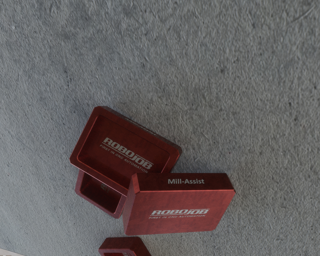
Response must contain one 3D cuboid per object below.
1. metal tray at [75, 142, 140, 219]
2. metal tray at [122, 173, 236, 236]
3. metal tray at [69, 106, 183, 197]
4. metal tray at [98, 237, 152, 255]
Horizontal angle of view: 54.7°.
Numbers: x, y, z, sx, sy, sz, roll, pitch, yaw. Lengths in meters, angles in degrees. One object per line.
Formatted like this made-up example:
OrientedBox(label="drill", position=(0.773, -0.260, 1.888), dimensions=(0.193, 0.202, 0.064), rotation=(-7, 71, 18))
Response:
OrientedBox(label="metal tray", position=(-0.083, 0.079, 0.495), dimensions=(0.090, 0.030, 0.129), rotation=(30, 128, 9))
OrientedBox(label="metal tray", position=(0.022, 0.100, 0.407), dimensions=(0.131, 0.030, 0.089), rotation=(3, 128, -17))
OrientedBox(label="metal tray", position=(-0.047, 0.037, 0.424), dimensions=(0.130, 0.030, 0.090), rotation=(29, 98, 9))
OrientedBox(label="metal tray", position=(-0.050, 0.269, 0.596), dimensions=(0.090, 0.030, 0.130), rotation=(-16, 110, 34))
